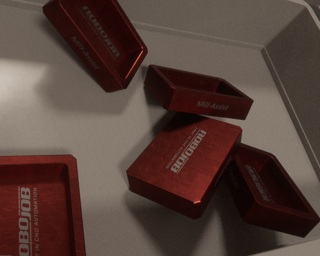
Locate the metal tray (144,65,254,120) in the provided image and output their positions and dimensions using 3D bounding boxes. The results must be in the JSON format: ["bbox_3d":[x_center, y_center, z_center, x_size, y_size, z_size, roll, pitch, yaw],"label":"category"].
[{"bbox_3d":[0.053,-0.050,0.435,0.131,0.030,0.090,6,27,-26],"label":"metal tray"}]

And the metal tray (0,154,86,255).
[{"bbox_3d":[-0.120,0.090,0.283,0.091,0.030,0.130,1,61,-28],"label":"metal tray"}]

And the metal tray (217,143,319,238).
[{"bbox_3d":[0.129,0.070,0.394,0.091,0.030,0.130,19,27,-18],"label":"metal tray"}]

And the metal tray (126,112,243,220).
[{"bbox_3d":[0.033,0.035,0.371,0.090,0.030,0.131,18,45,25],"label":"metal tray"}]

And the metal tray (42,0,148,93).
[{"bbox_3d":[-0.074,-0.121,0.395,0.130,0.030,0.090,54,43,-34],"label":"metal tray"}]
